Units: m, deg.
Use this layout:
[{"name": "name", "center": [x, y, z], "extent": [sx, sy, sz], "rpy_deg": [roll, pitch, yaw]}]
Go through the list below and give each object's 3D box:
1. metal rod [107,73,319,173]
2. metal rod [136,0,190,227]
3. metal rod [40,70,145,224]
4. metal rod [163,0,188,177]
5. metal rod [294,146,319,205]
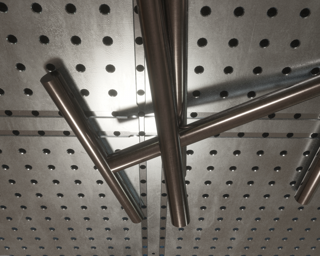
[{"name": "metal rod", "center": [0.077, -0.008, 0.381], "extent": [0.301, 0.025, 0.025], "rpy_deg": [-21, 128, 7]}, {"name": "metal rod", "center": [0.007, -0.012, 0.348], "extent": [0.025, 0.025, 0.298], "rpy_deg": [-7, 114, 5]}, {"name": "metal rod", "center": [-0.083, 0.049, 0.451], "extent": [0.025, 0.025, 0.299], "rpy_deg": [-14, 129, 11]}, {"name": "metal rod", "center": [0.021, -0.043, 0.374], "extent": [0.025, 0.025, 0.298], "rpy_deg": [-2, 130, 1]}, {"name": "metal rod", "center": [0.242, 0.004, 0.418], "extent": [0.025, 0.025, 0.298], "rpy_deg": [1, 130, -2]}]
